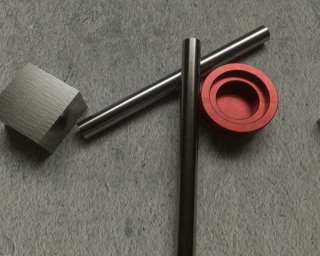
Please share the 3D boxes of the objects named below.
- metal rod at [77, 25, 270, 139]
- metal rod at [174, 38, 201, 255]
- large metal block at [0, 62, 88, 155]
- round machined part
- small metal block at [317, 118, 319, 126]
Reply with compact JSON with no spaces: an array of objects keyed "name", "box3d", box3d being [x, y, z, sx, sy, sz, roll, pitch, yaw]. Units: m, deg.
[{"name":"metal rod","box3d":[0.026,-0.068,0.433,0.302,0.025,0.025,-29,73,-11]},{"name":"metal rod","box3d":[0.035,0.029,0.382,0.025,0.025,0.299,3,76,1]},{"name":"large metal block","box3d":[-0.155,-0.025,0.402,0.080,0.050,0.080,30,73,10]},{"name":"round machined part","box3d":[0.101,-0.033,0.413,0.099,0.042,0.098,0,70,-1]},{"name":"small metal block","box3d":[0.250,-0.002,0.412,0.050,0.025,0.050,-23,72,-9]}]
